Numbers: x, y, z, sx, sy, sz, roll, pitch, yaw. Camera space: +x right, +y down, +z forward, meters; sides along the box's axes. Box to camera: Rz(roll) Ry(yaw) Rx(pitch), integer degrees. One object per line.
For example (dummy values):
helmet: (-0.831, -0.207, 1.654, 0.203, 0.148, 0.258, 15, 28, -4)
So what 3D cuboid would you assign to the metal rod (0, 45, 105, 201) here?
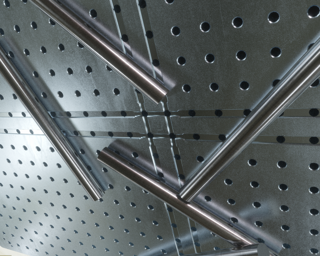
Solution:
metal rod: (-0.183, -0.004, 0.506, 0.025, 0.025, 0.299, -21, 107, 36)

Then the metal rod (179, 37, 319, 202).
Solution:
metal rod: (0.104, 0.000, 0.356, 0.025, 0.025, 0.298, 37, 129, 3)

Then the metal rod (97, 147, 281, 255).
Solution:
metal rod: (0.037, 0.116, 0.463, 0.301, 0.025, 0.025, 31, 128, 8)

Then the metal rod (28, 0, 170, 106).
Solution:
metal rod: (-0.112, -0.132, 0.389, 0.300, 0.025, 0.025, 39, 129, 1)

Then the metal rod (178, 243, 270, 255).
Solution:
metal rod: (0.044, 0.220, 0.504, 0.025, 0.025, 0.299, 50, 135, -7)
